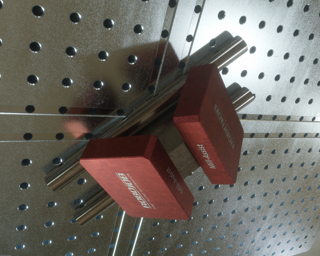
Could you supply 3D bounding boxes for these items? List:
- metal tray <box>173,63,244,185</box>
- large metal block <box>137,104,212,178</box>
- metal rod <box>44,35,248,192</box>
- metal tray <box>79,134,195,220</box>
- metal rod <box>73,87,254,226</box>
[{"bbox_3d":[0.065,-0.001,0.377,0.130,0.030,0.090,56,42,-39],"label":"metal tray"},{"bbox_3d":[0.016,0.017,0.396,0.080,0.080,0.050,-36,130,-5],"label":"large metal block"},{"bbox_3d":[-0.014,-0.020,0.393,0.301,0.025,0.025,-37,130,-4],"label":"metal rod"},{"bbox_3d":[-0.023,0.063,0.369,0.090,0.030,0.130,-5,135,27],"label":"metal tray"},{"bbox_3d":[0.008,0.038,0.441,0.301,0.025,0.025,-36,130,-5],"label":"metal rod"}]
